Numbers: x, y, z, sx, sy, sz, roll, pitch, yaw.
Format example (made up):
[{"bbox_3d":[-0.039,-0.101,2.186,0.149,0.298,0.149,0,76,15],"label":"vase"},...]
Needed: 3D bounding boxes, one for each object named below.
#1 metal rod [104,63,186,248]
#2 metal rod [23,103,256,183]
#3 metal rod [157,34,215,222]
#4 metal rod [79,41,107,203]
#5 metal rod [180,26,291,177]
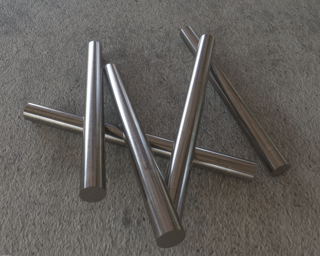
[{"bbox_3d":[-0.033,0.001,0.365,0.025,0.025,0.300,-13,40,-11],"label":"metal rod"},{"bbox_3d":[-0.034,0.015,0.390,0.301,0.025,0.025,15,52,12],"label":"metal rod"},{"bbox_3d":[0.041,-0.023,0.389,0.025,0.025,0.300,10,51,8],"label":"metal rod"},{"bbox_3d":[-0.086,-0.035,0.403,0.025,0.025,0.300,-7,42,-6],"label":"metal rod"},{"bbox_3d":[0.094,-0.059,0.453,0.025,0.025,0.300,-14,52,-12],"label":"metal rod"}]
